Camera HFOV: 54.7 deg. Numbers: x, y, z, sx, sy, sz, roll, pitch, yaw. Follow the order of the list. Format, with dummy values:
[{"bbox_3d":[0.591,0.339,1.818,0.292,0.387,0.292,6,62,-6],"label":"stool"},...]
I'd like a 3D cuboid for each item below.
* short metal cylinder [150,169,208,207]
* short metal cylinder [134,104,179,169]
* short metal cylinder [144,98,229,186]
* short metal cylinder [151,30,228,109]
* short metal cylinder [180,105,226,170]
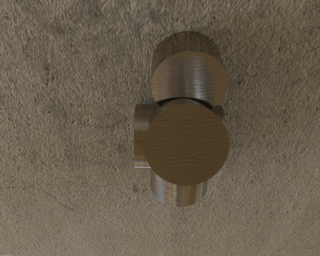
[{"bbox_3d":[0.027,0.060,0.425,0.081,0.080,0.050,0,130,-1],"label":"short metal cylinder"},{"bbox_3d":[-0.004,0.010,0.382,0.050,0.080,0.079,0,130,-1],"label":"short metal cylinder"},{"bbox_3d":[0.025,0.012,0.316,0.081,0.050,0.079,0,102,-1],"label":"short metal cylinder"},{"bbox_3d":[0.031,-0.060,0.343,0.081,0.050,0.079,0,130,0],"label":"short metal cylinder"},{"bbox_3d":[0.048,0.011,0.382,0.050,0.080,0.079,1,130,0],"label":"short metal cylinder"}]
